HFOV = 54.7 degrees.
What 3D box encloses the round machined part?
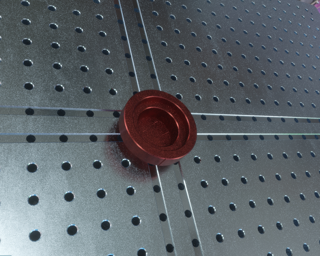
[{"bbox_3d":[-0.006,0.003,0.394,0.099,0.042,0.098,14,56,-21],"label":"round machined part"}]
